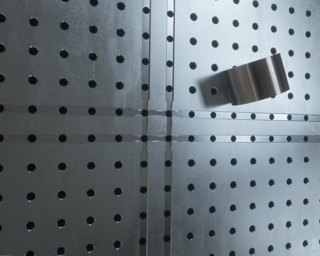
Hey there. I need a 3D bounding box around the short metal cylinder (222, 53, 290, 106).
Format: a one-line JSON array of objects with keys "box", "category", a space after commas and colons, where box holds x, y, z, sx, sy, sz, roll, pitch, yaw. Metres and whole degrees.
[{"box": [0.132, -0.067, 0.432, 0.081, 0.080, 0.050, -20, 97, -19], "category": "short metal cylinder"}]
